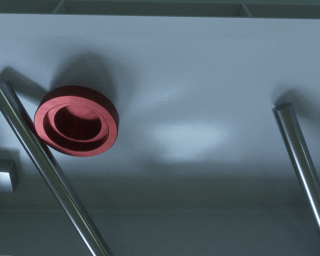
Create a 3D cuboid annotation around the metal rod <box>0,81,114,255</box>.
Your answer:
[{"bbox_3d":[-0.128,0.079,0.403,0.025,0.025,0.299,-22,105,17],"label":"metal rod"}]

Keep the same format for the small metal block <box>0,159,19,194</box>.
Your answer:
[{"bbox_3d":[-0.246,0.072,0.467,0.050,0.025,0.050,7,130,-6],"label":"small metal block"}]

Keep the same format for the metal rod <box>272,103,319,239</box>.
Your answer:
[{"bbox_3d":[0.215,0.107,0.421,0.025,0.025,0.299,-21,102,16],"label":"metal rod"}]

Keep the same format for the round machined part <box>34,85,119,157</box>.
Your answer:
[{"bbox_3d":[-0.100,-0.012,0.386,0.099,0.042,0.097,-1,130,0],"label":"round machined part"}]
